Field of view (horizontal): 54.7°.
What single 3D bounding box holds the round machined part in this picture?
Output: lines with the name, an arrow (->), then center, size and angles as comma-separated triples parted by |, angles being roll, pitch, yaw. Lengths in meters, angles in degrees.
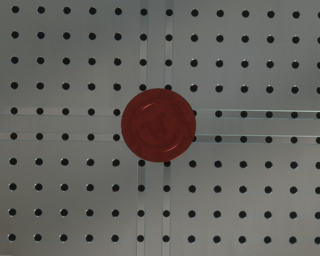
round machined part -> -0.002, -0.003, 0.404 | 0.099, 0.042, 0.097 | 0, 90, -1
